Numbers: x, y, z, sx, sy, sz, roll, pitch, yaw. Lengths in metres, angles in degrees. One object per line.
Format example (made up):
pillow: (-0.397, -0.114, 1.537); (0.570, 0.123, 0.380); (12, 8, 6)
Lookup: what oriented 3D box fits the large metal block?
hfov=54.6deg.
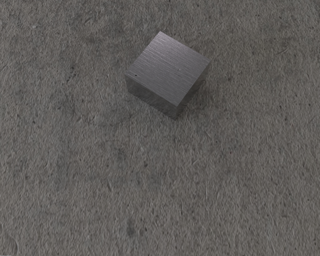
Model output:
large metal block: (0.011, -0.070, 0.421); (0.080, 0.050, 0.080); (33, 73, 11)
